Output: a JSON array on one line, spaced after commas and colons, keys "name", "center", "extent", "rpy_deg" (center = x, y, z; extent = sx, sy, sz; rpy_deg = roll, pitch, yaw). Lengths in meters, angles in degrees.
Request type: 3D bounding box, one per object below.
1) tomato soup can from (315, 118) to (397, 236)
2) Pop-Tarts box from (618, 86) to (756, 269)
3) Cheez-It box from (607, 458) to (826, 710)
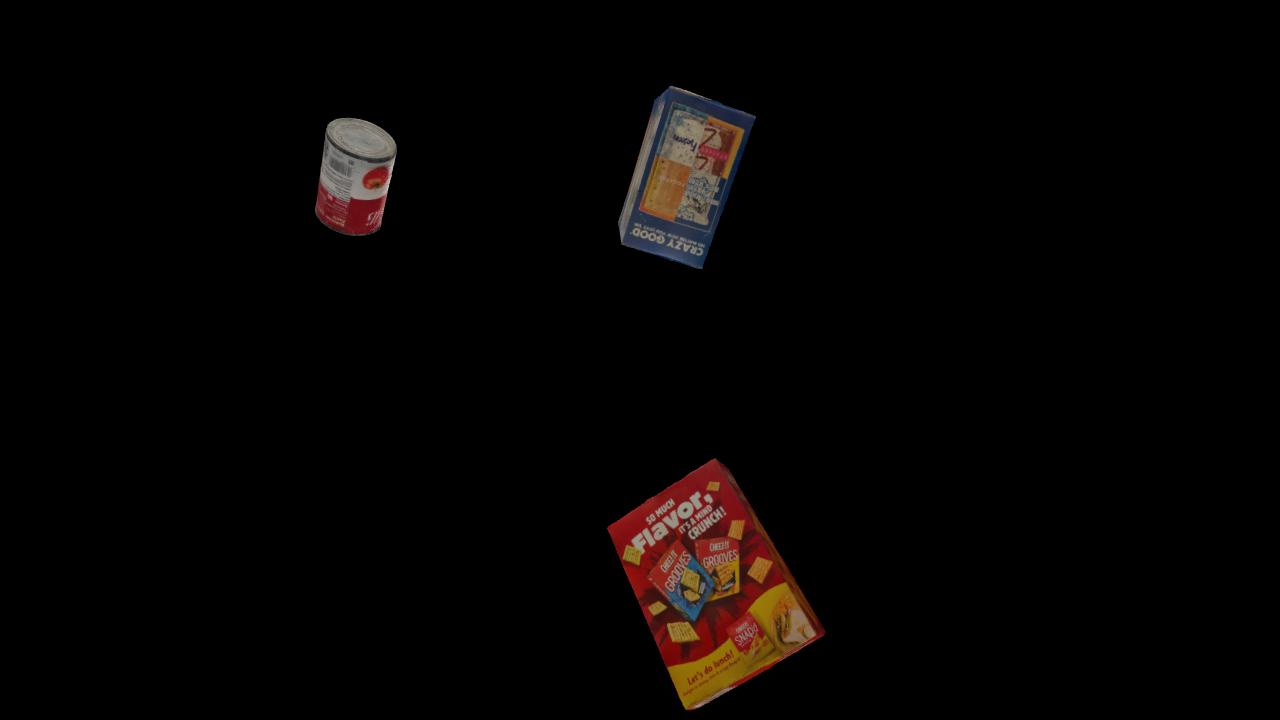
[{"name": "tomato soup can", "center": [-0.297, -0.190, 0.642], "extent": [0.068, 0.068, 0.101], "rpy_deg": [0, -39, -34]}, {"name": "Pop-Tarts box", "center": [0.037, -0.182, 0.613], "extent": [0.083, 0.141, 0.167], "rpy_deg": [16, 17, -8]}, {"name": "Cheez-It box", "center": [0.080, 0.253, 0.716], "extent": [0.166, 0.223, 0.071], "rpy_deg": [-35, -31, 8]}]
